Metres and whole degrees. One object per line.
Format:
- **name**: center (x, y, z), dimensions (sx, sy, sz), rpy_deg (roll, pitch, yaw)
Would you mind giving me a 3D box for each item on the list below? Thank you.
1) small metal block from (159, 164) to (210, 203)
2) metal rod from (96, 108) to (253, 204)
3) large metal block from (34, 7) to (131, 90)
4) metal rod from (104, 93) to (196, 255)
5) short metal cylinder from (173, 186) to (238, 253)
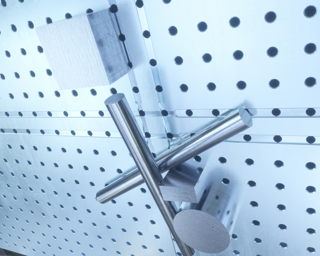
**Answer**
- **small metal block**: center (0.034, 0.074, 0.422), dimensions (0.050, 0.050, 0.025), rpy_deg (-2, 117, 29)
- **metal rod**: center (-0.001, 0.053, 0.443), dimensions (0.299, 0.025, 0.025), rpy_deg (-34, 100, 38)
- **large metal block**: center (-0.093, -0.096, 0.383), dimensions (0.080, 0.050, 0.080), rpy_deg (-1, 118, 28)
- **metal rod**: center (-0.003, 0.084, 0.433), dimensions (0.025, 0.025, 0.299), rpy_deg (-3, 126, 29)
- **short metal cylinder**: center (0.065, 0.129, 0.440), dimensions (0.080, 0.050, 0.079), rpy_deg (13, 124, 20)
